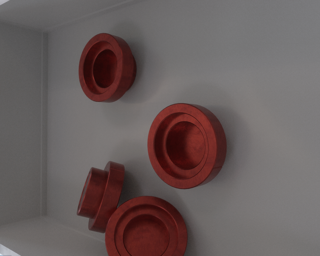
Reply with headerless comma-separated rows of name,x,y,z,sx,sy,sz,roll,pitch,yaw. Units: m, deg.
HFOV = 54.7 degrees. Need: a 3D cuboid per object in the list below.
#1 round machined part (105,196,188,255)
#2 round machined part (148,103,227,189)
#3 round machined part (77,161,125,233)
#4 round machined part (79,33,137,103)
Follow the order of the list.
round machined part,-0.017,0.138,0.387,0.098,0.099,0.042,54,157,26
round machined part,0.035,0.020,0.367,0.098,0.042,0.097,0,90,40
round machined part,-0.086,0.093,0.433,0.098,0.042,0.098,-161,89,-76
round machined part,-0.073,-0.086,0.456,0.098,0.042,0.097,0,90,40
